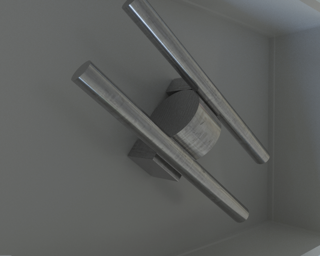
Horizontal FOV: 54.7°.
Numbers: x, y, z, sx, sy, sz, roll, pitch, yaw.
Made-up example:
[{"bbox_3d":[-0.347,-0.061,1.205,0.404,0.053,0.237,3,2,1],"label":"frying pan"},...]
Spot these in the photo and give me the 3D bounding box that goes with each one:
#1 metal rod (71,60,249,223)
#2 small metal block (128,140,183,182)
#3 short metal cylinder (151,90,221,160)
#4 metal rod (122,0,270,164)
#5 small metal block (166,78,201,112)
[{"bbox_3d":[0.021,0.035,0.361,0.300,0.025,0.025,43,64,-31],"label":"metal rod"},{"bbox_3d":[-0.003,0.041,0.387,0.050,0.050,0.025,44,63,-32],"label":"small metal block"},{"bbox_3d":[0.030,-0.003,0.396,0.050,0.080,0.080,44,63,-32],"label":"short metal cylinder"},{"bbox_3d":[0.063,-0.043,0.395,0.300,0.025,0.025,43,64,-32],"label":"metal rod"},{"bbox_3d":[0.045,-0.045,0.428,0.050,0.050,0.025,44,63,-32],"label":"small metal block"}]
